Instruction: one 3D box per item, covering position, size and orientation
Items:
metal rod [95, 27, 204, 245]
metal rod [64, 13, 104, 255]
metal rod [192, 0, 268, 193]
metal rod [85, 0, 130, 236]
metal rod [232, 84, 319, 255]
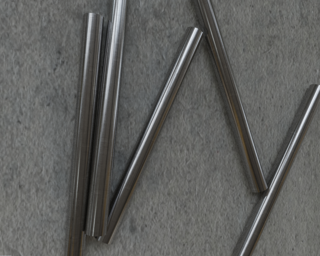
[{"bbox_3d":[-0.011,0.003,0.406,0.025,0.025,0.299,26,81,-19],"label":"metal rod"},{"bbox_3d":[-0.092,0.013,0.375,0.025,0.025,0.298,5,88,-20],"label":"metal rod"},{"bbox_3d":[0.102,-0.049,0.448,0.025,0.025,0.298,-21,97,-19],"label":"metal rod"},{"bbox_3d":[-0.062,-0.024,0.377,0.025,0.025,0.298,7,84,-20],"label":"metal rod"},{"bbox_3d":[0.187,0.065,0.480,0.025,0.025,0.299,32,80,-18],"label":"metal rod"}]
